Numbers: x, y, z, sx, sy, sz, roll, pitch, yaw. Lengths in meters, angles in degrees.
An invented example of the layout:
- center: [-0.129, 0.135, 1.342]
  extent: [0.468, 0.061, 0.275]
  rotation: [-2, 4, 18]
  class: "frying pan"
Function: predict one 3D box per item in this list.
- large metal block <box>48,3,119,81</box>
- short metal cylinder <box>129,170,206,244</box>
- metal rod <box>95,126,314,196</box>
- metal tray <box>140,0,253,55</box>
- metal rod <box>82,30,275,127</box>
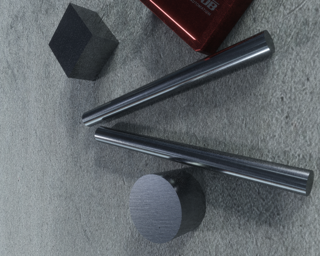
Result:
- center: [-0.121, -0.133, 0.486]
  extent: [0.080, 0.050, 0.080]
  rotation: [-50, 61, 28]
  class: "large metal block"
- center: [0.009, 0.094, 0.380]
  extent: [0.080, 0.050, 0.079]
  rotation: [0, 90, 39]
  class: "short metal cylinder"
- center: [0.025, 0.030, 0.382]
  extent: [0.300, 0.025, 0.025]
  rotation: [10, 97, 39]
  class: "metal rod"
- center: [0.038, -0.160, 0.368]
  extent: [0.130, 0.030, 0.090]
  rotation: [50, 119, 28]
  class: "metal tray"
- center: [-0.002, -0.051, 0.404]
  extent: [0.300, 0.025, 0.025]
  rotation: [-18, 79, 38]
  class: "metal rod"
